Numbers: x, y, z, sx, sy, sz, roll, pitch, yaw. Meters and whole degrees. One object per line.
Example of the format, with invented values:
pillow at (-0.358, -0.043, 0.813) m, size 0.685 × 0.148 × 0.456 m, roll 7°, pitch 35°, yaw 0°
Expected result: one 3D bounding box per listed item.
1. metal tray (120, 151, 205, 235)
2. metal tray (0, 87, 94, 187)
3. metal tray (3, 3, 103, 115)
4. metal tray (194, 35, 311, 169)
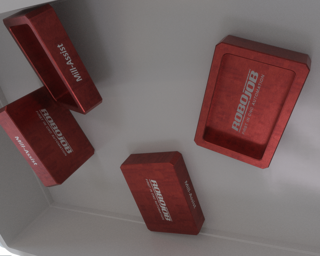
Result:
metal tray at (0.005, 0.099, 0.464) m, size 0.090 × 0.030 × 0.129 m, roll -7°, pitch 115°, yaw 31°
metal tray at (-0.164, 0.010, 0.459) m, size 0.030 × 0.090 × 0.130 m, roll -18°, pitch 109°, yaw 35°
metal tray at (-0.133, -0.083, 0.389) m, size 0.090 × 0.030 × 0.129 m, roll 16°, pitch 139°, yaw 47°
metal tray at (0.095, -0.025, 0.339) m, size 0.090 × 0.030 × 0.129 m, roll 20°, pitch 126°, yaw 16°
